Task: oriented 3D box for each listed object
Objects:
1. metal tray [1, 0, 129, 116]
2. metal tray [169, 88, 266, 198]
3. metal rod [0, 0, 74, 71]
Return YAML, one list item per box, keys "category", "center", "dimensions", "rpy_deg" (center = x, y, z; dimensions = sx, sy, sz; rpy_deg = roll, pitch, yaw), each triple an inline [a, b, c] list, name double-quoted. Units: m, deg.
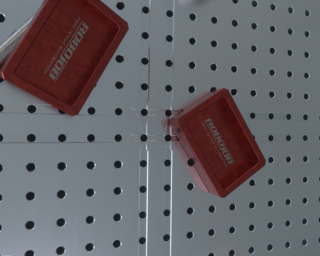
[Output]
- category: "metal tray"
  center: [-0.106, -0.090, 0.354]
  dimensions: [0.090, 0.030, 0.130]
  rpy_deg: [33, 83, -33]
- category: "metal tray"
  center: [0.084, 0.021, 0.440]
  dimensions: [0.090, 0.030, 0.130]
  rpy_deg: [-34, 101, -17]
- category: "metal rod"
  center: [-0.162, -0.095, 0.352]
  dimensions: [0.025, 0.025, 0.300]
  rpy_deg: [44, 76, -15]
